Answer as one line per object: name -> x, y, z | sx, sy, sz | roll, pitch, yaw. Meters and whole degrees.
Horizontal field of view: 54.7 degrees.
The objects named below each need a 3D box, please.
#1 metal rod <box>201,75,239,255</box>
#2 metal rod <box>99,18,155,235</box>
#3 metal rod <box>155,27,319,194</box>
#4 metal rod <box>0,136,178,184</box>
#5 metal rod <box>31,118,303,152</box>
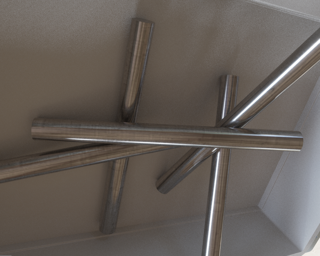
metal rod -> 0.080, 0.078, 0.423 | 0.025, 0.025, 0.298 | 5, 91, -31
metal rod -> -0.047, 0.017, 0.392 | 0.025, 0.025, 0.298 | -2, 119, -28
metal rod -> 0.086, -0.002, 0.383 | 0.025, 0.025, 0.298 | 14, 133, -34
metal rod -> -0.107, 0.035, 0.349 | 0.302, 0.025, 0.025 | -10, 123, -15
metal rod -> 0.014, 0.008, 0.353 | 0.302, 0.025, 0.025 | 3, 119, -6
